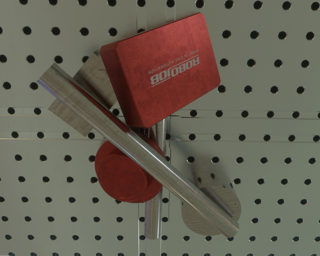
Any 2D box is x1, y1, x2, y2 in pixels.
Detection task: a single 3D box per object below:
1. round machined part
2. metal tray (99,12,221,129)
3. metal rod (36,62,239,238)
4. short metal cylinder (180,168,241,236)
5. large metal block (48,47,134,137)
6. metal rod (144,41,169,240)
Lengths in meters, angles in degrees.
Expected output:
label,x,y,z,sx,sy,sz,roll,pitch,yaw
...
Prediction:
label,x,y,z,sx,sy,sz,roll,pitch,yaw
round machined part,-0.042,0.058,0.408,0.098,0.042,0.097,6,111,16
metal tray,0.008,-0.067,0.344,0.131,0.030,0.090,-32,113,-34
metal rod,-0.007,0.040,0.353,0.025,0.025,0.300,-42,113,13
short metal cylinder,0.069,0.104,0.440,0.081,0.050,0.079,0,110,-1
large metal block,-0.076,-0.047,0.367,0.050,0.080,0.080,40,105,-14
metal rod,-0.005,0.023,0.421,0.025,0.025,0.298,2,110,-1
